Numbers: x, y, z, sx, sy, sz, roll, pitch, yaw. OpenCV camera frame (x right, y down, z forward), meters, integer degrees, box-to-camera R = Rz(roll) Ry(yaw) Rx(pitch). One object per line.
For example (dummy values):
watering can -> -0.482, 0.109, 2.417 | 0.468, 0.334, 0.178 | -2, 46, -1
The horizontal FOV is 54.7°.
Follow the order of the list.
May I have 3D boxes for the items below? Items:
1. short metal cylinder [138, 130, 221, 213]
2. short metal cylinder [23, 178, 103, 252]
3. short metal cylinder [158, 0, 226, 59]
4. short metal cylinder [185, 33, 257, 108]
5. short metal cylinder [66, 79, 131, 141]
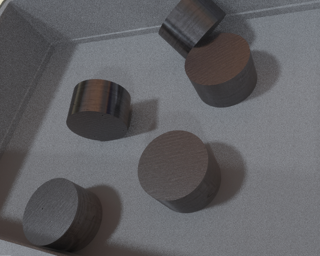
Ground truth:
short metal cylinder -> 0.022, 0.049, 0.347 | 0.080, 0.050, 0.080 | -13, 56, 20
short metal cylinder -> -0.120, 0.108, 0.384 | 0.080, 0.050, 0.080 | -13, 56, 20
short metal cylinder -> 0.044, -0.142, 0.425 | 0.050, 0.080, 0.080 | 43, 85, -1
short metal cylinder -> 0.078, -0.073, 0.393 | 0.080, 0.050, 0.080 | -13, 56, 20
short metal cylinder -> -0.083, -0.023, 0.426 | 0.080, 0.080, 0.050 | -10, 58, 22
